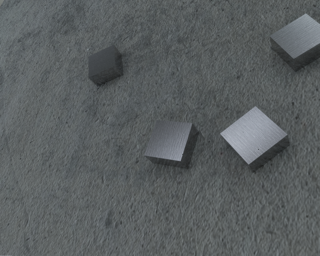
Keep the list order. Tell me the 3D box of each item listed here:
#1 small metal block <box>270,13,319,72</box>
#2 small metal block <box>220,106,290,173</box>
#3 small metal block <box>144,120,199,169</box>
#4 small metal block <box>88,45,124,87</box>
[{"bbox_3d":[0.172,-0.104,0.378,0.050,0.025,0.050,-31,52,8],"label":"small metal block"},{"bbox_3d":[0.104,0.012,0.342,0.050,0.025,0.050,-38,51,2],"label":"small metal block"},{"bbox_3d":[0.015,0.020,0.384,0.050,0.025,0.050,6,64,30],"label":"small metal block"},{"bbox_3d":[-0.091,-0.104,0.515,0.050,0.025,0.050,-21,54,16],"label":"small metal block"}]
